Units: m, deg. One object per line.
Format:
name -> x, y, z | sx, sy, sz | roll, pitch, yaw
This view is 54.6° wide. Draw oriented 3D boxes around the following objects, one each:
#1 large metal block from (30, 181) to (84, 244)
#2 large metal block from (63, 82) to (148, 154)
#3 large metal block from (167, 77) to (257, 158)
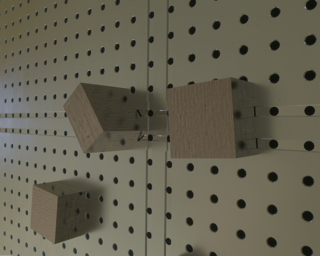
large metal block -> -0.182, 0.145, 0.545 | 0.080, 0.050, 0.080 | 9, 96, 39
large metal block -> -0.077, -0.014, 0.438 | 0.050, 0.081, 0.080 | -44, 64, 31
large metal block -> 0.057, -0.008, 0.347 | 0.080, 0.050, 0.080 | -5, 87, 40
